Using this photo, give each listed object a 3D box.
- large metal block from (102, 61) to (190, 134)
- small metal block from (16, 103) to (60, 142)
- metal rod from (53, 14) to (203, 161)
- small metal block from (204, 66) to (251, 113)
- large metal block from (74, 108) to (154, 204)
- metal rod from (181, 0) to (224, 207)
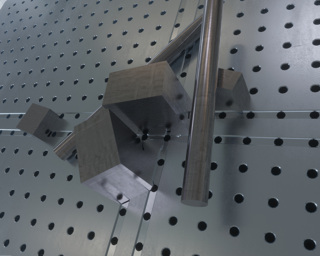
[{"bbox_3d":[-0.015,-0.035,0.402,0.080,0.080,0.050,-7,59,24],"label":"large metal block"},{"bbox_3d":[-0.206,-0.010,0.523,0.050,0.025,0.050,17,70,34],"label":"small metal block"},{"bbox_3d":[-0.040,-0.062,0.467,0.300,0.025,0.025,-43,51,-2],"label":"metal rod"},{"bbox_3d":[0.078,-0.048,0.381,0.050,0.050,0.025,21,73,35],"label":"small metal block"},{"bbox_3d":[-0.056,0.036,0.380,0.050,0.080,0.080,-27,52,11],"label":"large metal block"},{"bbox_3d":[0.053,-0.062,0.353,0.025,0.025,0.300,-5,59,26],"label":"metal rod"}]
